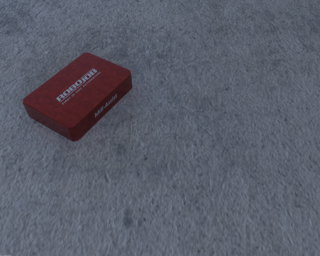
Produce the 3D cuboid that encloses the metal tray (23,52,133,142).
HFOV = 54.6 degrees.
[{"bbox_3d":[-0.112,-0.050,0.442,0.090,0.030,0.130,26,55,20],"label":"metal tray"}]
